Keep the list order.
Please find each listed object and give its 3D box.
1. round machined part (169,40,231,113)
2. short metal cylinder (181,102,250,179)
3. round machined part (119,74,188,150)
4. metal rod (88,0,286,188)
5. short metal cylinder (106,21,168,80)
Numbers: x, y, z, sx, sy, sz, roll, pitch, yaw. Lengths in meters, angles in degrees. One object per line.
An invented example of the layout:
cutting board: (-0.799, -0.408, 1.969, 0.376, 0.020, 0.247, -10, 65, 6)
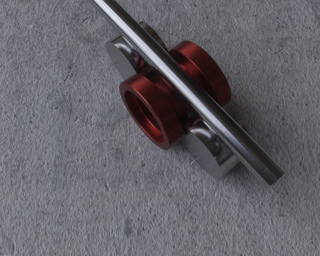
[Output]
round machined part: (0.040, -0.057, 0.392, 0.042, 0.098, 0.098, -39, 75, -8)
short metal cylinder: (0.065, 0.014, 0.375, 0.050, 0.080, 0.080, -37, 75, -13)
round machined part: (-0.003, -0.025, 0.378, 0.042, 0.098, 0.098, -37, 74, -16)
metal rod: (0.018, -0.056, 0.346, 0.025, 0.025, 0.300, -38, 75, -13)
short metal cylinder: (-0.028, -0.094, 0.414, 0.050, 0.080, 0.080, -37, 75, -13)
